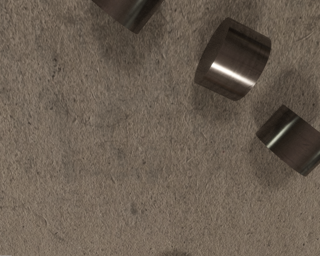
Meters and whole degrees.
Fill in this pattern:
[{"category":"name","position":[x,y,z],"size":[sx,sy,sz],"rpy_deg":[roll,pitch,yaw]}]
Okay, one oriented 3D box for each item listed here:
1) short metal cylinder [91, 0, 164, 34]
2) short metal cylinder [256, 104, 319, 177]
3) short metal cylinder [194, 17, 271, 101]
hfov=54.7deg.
[{"category":"short metal cylinder","position":[-0.040,-0.145,0.326],"size":[0.080,0.080,0.050],"rpy_deg":[37,106,-13]},{"category":"short metal cylinder","position":[0.169,0.015,0.388],"size":[0.080,0.080,0.050],"rpy_deg":[35,106,-12]},{"category":"short metal cylinder","position":[0.080,-0.077,0.353],"size":[0.050,0.080,0.080],"rpy_deg":[24,108,-9]}]
